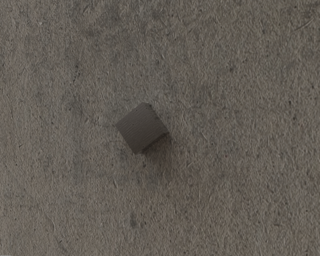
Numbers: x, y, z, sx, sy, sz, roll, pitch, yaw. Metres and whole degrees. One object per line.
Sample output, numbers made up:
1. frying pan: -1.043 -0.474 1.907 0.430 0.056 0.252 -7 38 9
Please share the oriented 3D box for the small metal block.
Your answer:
1. small metal block: -0.024 0.001 0.418 0.050 0.025 0.050 -38 78 15
